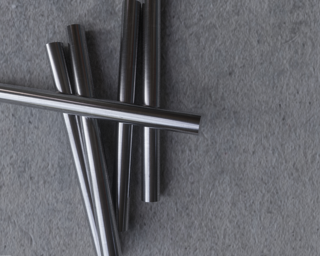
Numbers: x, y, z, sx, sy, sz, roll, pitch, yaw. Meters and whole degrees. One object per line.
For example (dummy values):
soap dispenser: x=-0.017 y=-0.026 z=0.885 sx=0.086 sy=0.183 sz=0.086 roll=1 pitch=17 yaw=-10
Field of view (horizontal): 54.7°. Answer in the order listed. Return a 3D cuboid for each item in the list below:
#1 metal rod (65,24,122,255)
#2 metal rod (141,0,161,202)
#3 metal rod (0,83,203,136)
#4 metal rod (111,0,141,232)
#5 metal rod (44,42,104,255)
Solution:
metal rod: x=-0.086 y=0.015 z=0.396 sx=0.025 sy=0.025 sz=0.298 roll=-10 pitch=85 yaw=0
metal rod: x=-0.012 y=-0.054 z=0.409 sx=0.025 sy=0.025 sz=0.298 roll=0 pitch=90 yaw=-1
metal rod: x=-0.100 y=-0.028 z=0.374 sx=0.301 sy=0.025 sz=0.025 roll=10 pitch=90 yaw=13
metal rod: x=-0.045 y=-0.016 z=0.409 sx=0.025 sy=0.025 sz=0.298 roll=3 pitch=90 yaw=-1
metal rod: x=-0.104 y=0.036 z=0.408 sx=0.025 sy=0.025 sz=0.298 roll=-14 pitch=90 yaw=0
